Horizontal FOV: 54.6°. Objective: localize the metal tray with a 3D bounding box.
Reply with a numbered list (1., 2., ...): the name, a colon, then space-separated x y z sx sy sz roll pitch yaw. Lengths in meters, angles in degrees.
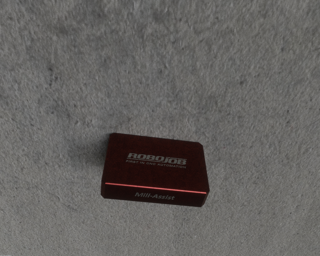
1. metal tray: -0.006 0.053 0.409 0.131 0.090 0.030 7 130 -6
